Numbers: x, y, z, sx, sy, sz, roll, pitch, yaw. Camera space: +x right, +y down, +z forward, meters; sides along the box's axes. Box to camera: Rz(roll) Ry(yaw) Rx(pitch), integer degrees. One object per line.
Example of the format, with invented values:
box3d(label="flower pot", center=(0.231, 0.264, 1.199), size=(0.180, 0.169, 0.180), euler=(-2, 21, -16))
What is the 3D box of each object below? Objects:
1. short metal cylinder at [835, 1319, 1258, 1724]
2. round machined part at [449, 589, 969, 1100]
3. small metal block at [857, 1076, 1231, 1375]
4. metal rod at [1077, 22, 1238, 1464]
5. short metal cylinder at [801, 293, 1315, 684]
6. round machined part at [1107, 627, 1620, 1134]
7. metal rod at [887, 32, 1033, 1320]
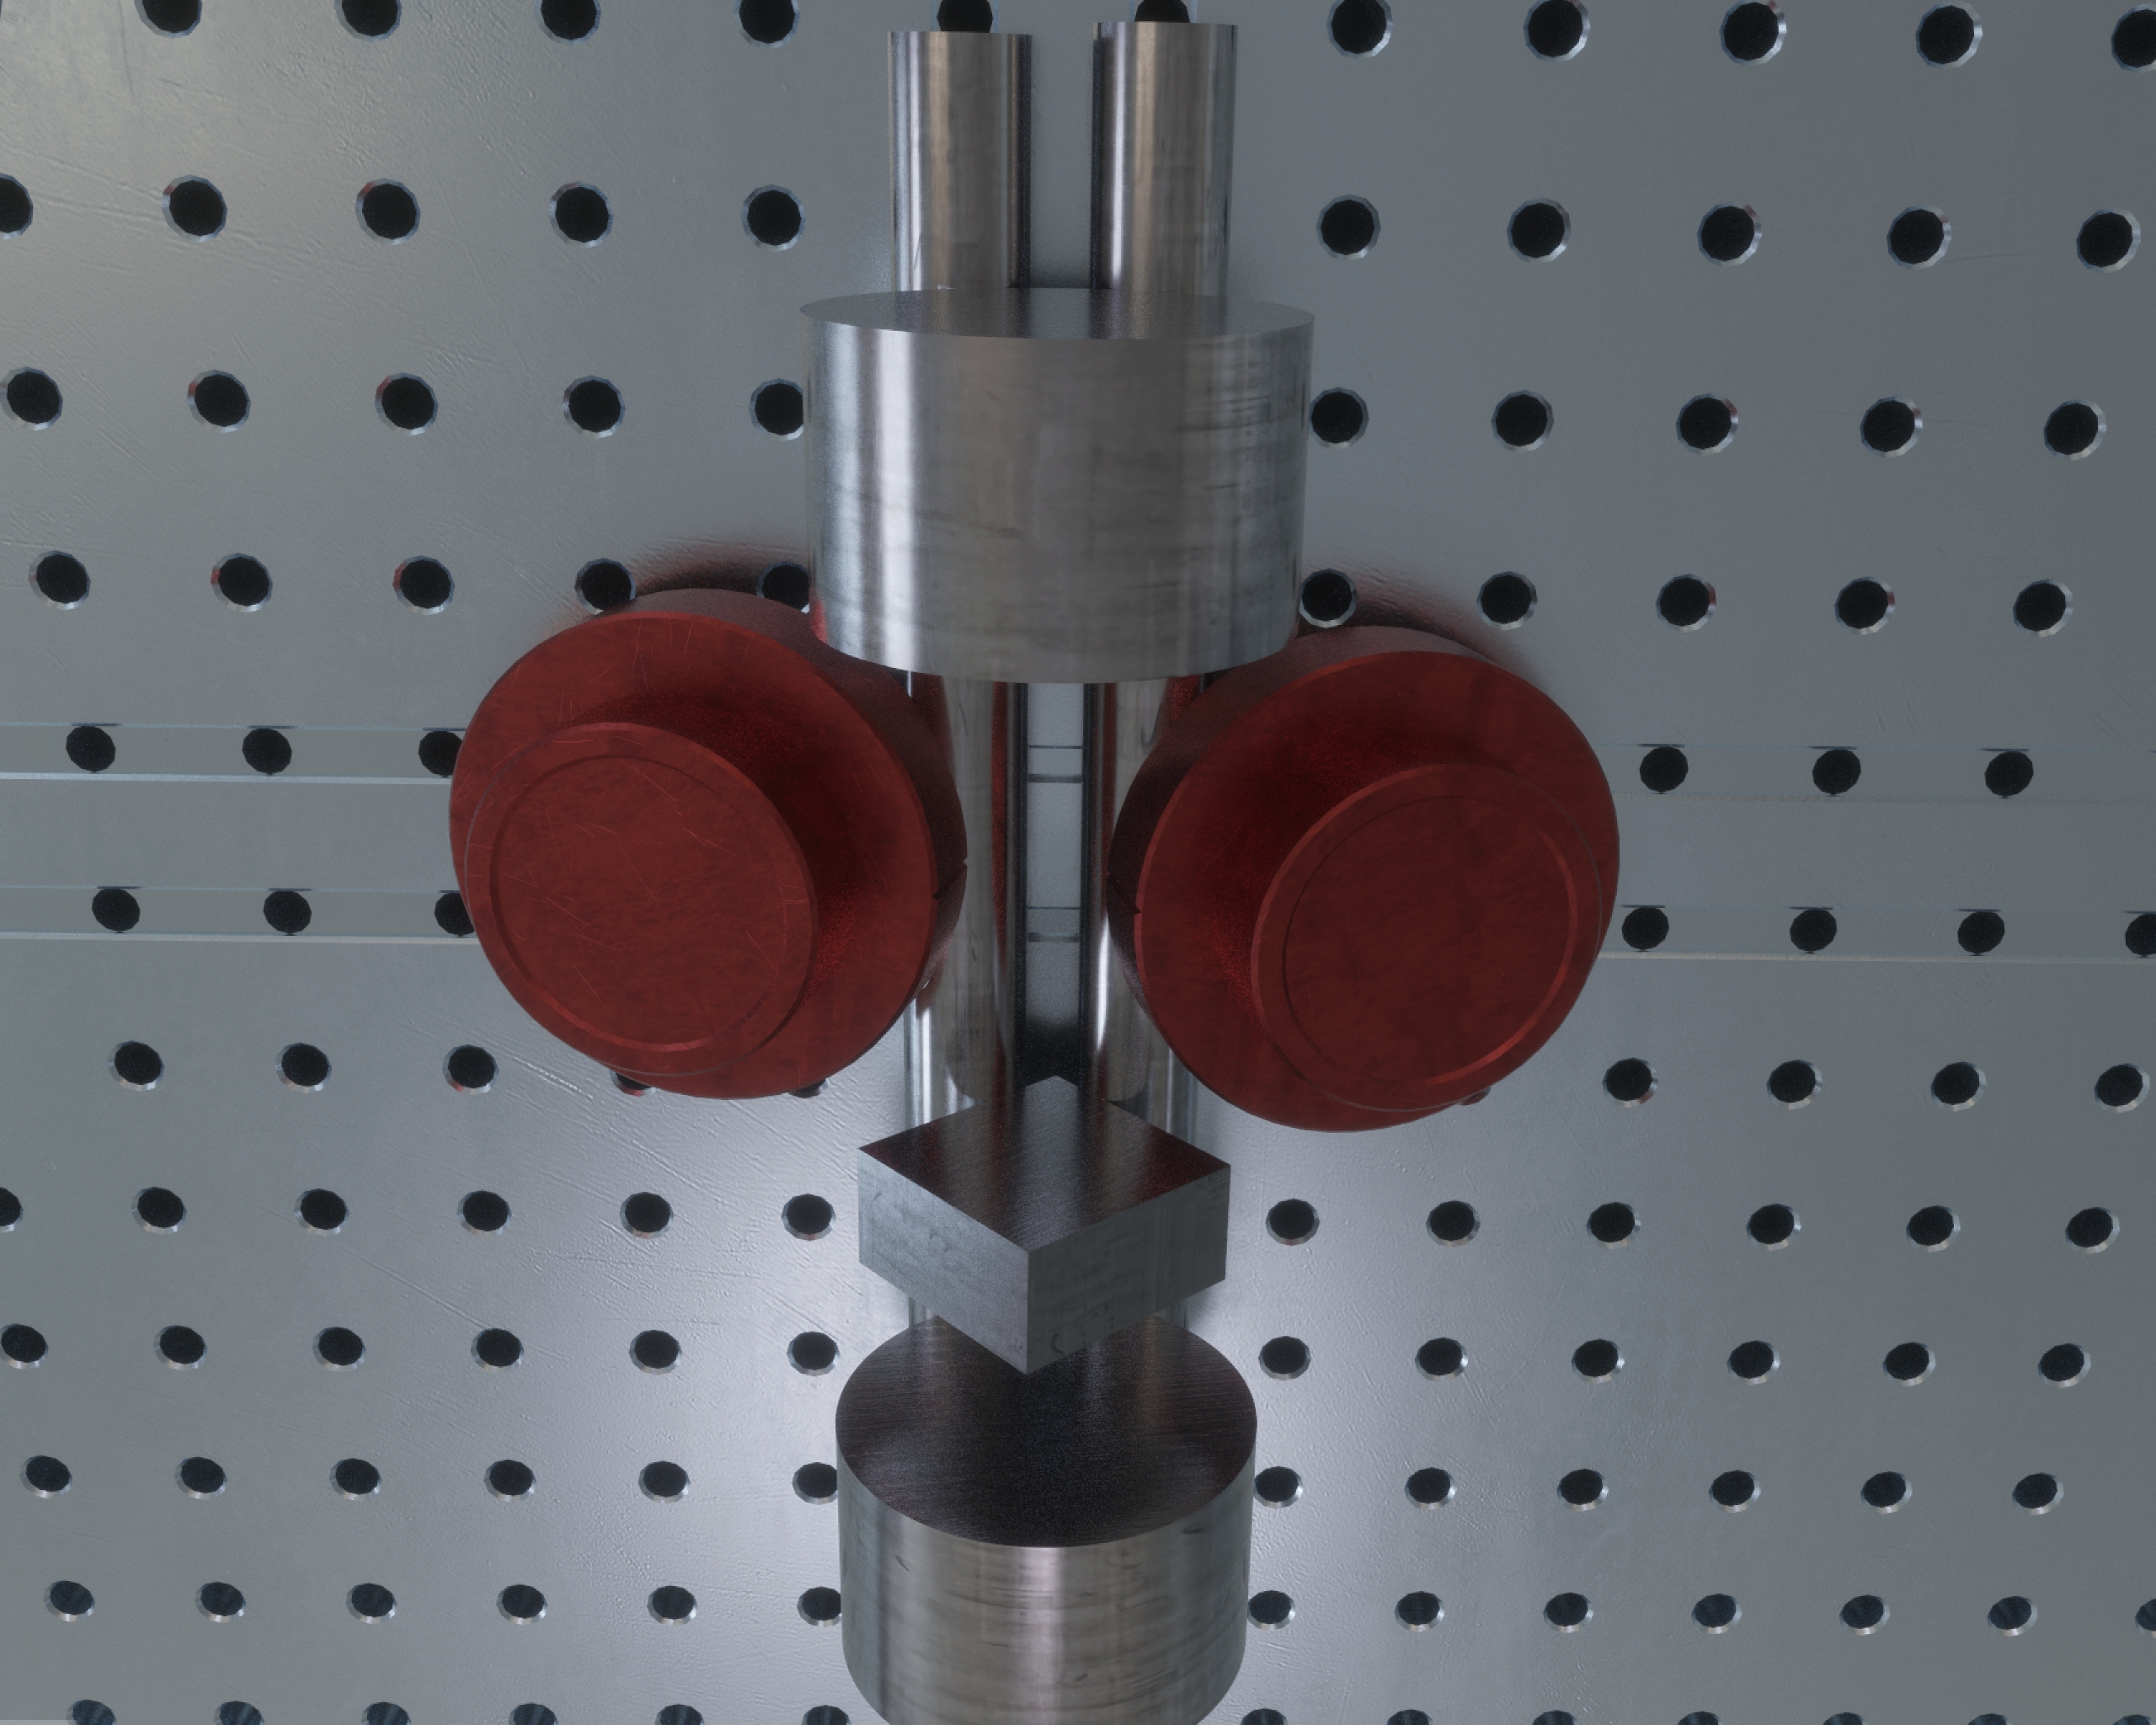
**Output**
box3d(label="short metal cylinder", center=(-0.006, 0.128, 0.408), size=(0.081, 0.080, 0.050), euler=(1, 110, -1))
box3d(label="round machined part", center=(-0.074, 0.001, 0.391), size=(0.098, 0.042, 0.097), euler=(5, 111, 13))
box3d(label="small metal block", center=(-0.007, 0.067, 0.400), size=(0.050, 0.050, 0.025), euler=(-16, 116, -39))
box3d(label="metal rod", center=(0.013, -0.005, 0.411), size=(0.025, 0.025, 0.298), euler=(1, 110, 0))
box3d(label="short metal cylinder", center=(-0.003, -0.064, 0.337), size=(0.081, 0.080, 0.050), euler=(1, 110, -1))
box3d(label="round machined part", center=(0.058, 0.008, 0.393), size=(0.099, 0.042, 0.097), euler=(-6, 111, -14))
box3d(label="metal rod", center=(-0.022, -0.003, 0.411), size=(0.025, 0.025, 0.298), euler=(1, 110, 0))
